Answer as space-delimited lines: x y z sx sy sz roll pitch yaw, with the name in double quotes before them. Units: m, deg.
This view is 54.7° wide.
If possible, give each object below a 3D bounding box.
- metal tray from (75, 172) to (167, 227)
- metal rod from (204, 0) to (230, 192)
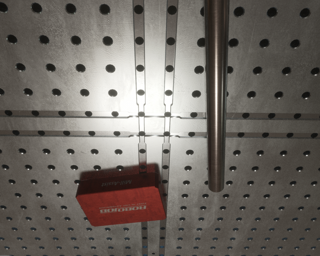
"metal tray" -0.060 0.119 0.509 0.131 0.030 0.089 -7 130 5
"metal rod" 0.072 -0.020 0.395 0.025 0.025 0.298 -5 130 4
